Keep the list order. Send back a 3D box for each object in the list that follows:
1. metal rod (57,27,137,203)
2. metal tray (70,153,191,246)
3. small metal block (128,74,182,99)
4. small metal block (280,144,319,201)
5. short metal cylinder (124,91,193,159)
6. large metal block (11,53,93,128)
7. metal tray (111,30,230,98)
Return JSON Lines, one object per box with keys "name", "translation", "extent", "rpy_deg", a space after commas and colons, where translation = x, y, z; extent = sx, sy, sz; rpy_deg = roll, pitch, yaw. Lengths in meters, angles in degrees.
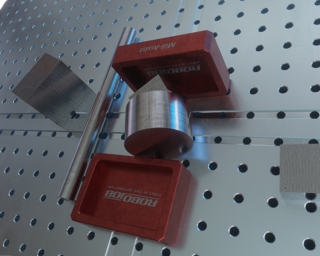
{"name": "metal rod", "translation": [-0.088, -0.035, 0.476], "extent": [0.025, 0.025, 0.300], "rpy_deg": [1, 62, 29]}
{"name": "metal tray", "translation": [-0.036, 0.081, 0.374], "extent": [0.130, 0.030, 0.090], "rpy_deg": [2, 63, 29]}
{"name": "small metal block", "translation": [-0.004, -0.040, 0.410], "extent": [0.050, 0.050, 0.025], "rpy_deg": [-36, 67, 18]}
{"name": "small metal block", "translation": [0.146, 0.043, 0.305], "extent": [0.050, 0.025, 0.050], "rpy_deg": [-3, 60, 26]}
{"name": "short metal cylinder", "translation": [-0.002, -0.001, 0.374], "extent": [0.080, 0.080, 0.050], "rpy_deg": [-14, 56, 20]}
{"name": "large metal block", "translation": [-0.171, -0.059, 0.499], "extent": [0.050, 0.080, 0.080], "rpy_deg": [29, 78, 37]}
{"name": "metal tray", "translation": [0.015, -0.075, 0.404], "extent": [0.130, 0.090, 0.030], "rpy_deg": [-2, 61, 27]}
